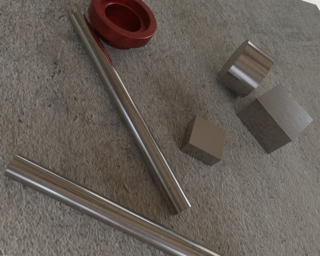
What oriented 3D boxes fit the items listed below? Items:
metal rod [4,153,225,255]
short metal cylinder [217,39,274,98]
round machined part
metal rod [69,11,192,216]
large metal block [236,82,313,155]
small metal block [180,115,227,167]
[{"bbox_3d":[-0.016,0.109,0.330,0.301,0.025,0.025,29,52,-10],"label":"metal rod"},{"bbox_3d":[0.137,-0.096,0.503,0.050,0.080,0.080,35,51,-5],"label":"short metal cylinder"},{"bbox_3d":[-0.058,-0.155,0.455,0.099,0.042,0.098,16,53,-23],"label":"round machined part"},{"bbox_3d":[-0.045,-0.029,0.398,0.025,0.025,0.299,-19,72,-36],"label":"metal rod"},{"bbox_3d":[0.186,-0.017,0.501,0.081,0.050,0.080,-30,78,-38],"label":"large metal block"},{"bbox_3d":[0.061,0.018,0.428,0.050,0.025,0.050,28,52,-11],"label":"small metal block"}]
